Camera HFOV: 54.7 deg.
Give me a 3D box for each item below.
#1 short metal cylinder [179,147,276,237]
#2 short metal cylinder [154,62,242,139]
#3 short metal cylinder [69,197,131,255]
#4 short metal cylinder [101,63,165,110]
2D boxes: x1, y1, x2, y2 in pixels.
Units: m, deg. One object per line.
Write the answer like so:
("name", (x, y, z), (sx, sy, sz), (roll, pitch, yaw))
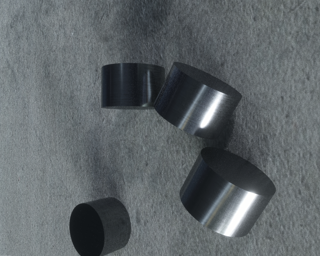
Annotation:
("short metal cylinder", (0.067, 0.062, 0.313), (0.080, 0.081, 0.050), (38, 113, 33))
("short metal cylinder", (0.040, -0.031, 0.335), (0.080, 0.081, 0.050), (40, 114, 32))
("short metal cylinder", (-0.089, 0.147, 0.460), (0.080, 0.050, 0.079), (0, 90, 39))
("short metal cylinder", (-0.034, -0.050, 0.395), (0.080, 0.081, 0.050), (1, 91, 39))
